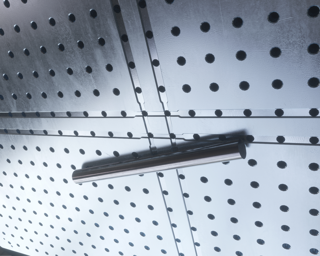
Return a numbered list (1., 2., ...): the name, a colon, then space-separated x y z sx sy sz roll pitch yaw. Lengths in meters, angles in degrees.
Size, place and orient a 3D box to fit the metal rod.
1. metal rod: -0.022 0.055 0.457 0.300 0.025 0.025 -14 111 34
